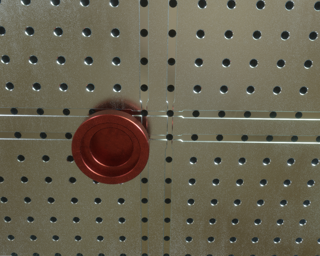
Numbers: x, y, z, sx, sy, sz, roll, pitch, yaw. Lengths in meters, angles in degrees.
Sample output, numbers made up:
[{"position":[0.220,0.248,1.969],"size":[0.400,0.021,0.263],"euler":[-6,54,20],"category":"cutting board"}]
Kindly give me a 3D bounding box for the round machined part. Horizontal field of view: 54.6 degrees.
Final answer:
[{"position":[-0.063,0.022,0.412],"size":[0.099,0.042,0.097],"euler":[0,110,0],"category":"round machined part"}]
